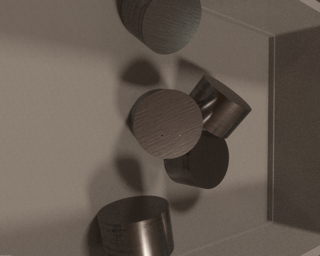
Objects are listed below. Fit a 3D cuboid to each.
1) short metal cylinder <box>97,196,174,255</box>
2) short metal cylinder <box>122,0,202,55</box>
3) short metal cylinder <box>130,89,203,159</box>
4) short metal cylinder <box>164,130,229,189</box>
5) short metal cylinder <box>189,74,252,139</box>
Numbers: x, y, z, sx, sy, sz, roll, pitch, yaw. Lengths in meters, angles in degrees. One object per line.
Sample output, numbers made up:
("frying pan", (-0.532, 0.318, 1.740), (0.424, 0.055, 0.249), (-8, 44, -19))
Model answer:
("short metal cylinder", (-0.027, 0.115, 0.350), (0.081, 0.080, 0.050), (-13, 99, -40))
("short metal cylinder", (0.002, -0.135, 0.370), (0.081, 0.050, 0.079), (-22, 136, -23))
("short metal cylinder", (0.006, -0.007, 0.375), (0.081, 0.050, 0.079), (-2, 98, -11))
("short metal cylinder", (0.052, 0.042, 0.436), (0.081, 0.050, 0.079), (0, 90, -40))
("short metal cylinder", (0.079, -0.030, 0.430), (0.080, 0.080, 0.050), (18, 118, -39))
